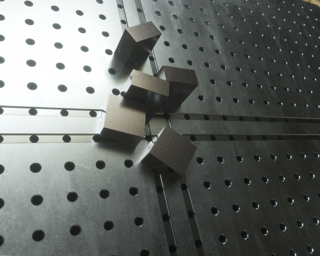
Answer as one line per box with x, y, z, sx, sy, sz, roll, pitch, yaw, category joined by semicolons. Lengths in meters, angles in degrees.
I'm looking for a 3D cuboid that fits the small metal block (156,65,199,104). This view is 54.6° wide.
0.018;-0.060;0.438;0.050;0.050;0.025;3;61;-27;small metal block

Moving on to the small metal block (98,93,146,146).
-0.046;-0.010;0.389;0.050;0.025;0.050;15;56;-20;small metal block

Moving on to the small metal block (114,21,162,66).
-0.032;-0.123;0.449;0.050;0.050;0.025;-31;79;-38;small metal block

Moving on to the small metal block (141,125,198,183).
0.013;0.033;0.394;0.050;0.025;0.050;36;51;-4;small metal block

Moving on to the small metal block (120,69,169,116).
-0.022;-0.045;0.407;0.050;0.050;0.025;16;55;-19;small metal block
